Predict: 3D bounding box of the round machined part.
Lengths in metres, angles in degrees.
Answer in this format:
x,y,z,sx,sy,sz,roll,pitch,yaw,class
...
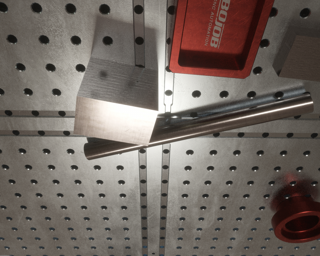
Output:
x,y,z,sx,sy,sz,roll,pitch,yaw,class
0.243,0.155,0.537,0.099,0.042,0.097,-1,130,0,round machined part

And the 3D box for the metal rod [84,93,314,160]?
x,y,z,sx,sy,sz,roll,pitch,yaw,class
0.043,0.001,0.413,0.301,0.025,0.025,-13,129,10,metal rod

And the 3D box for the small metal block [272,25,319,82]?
x,y,z,sx,sy,sz,roll,pitch,yaw,class
0.162,-0.082,0.344,0.050,0.025,0.050,6,130,-6,small metal block

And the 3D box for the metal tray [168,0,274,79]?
x,y,z,sx,sy,sz,roll,pitch,yaw,class
0.060,-0.115,0.310,0.091,0.030,0.129,4,130,-4,metal tray

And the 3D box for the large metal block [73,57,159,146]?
x,y,z,sx,sy,sz,roll,pitch,yaw,class
-0.047,-0.031,0.348,0.081,0.080,0.050,10,129,-9,large metal block
